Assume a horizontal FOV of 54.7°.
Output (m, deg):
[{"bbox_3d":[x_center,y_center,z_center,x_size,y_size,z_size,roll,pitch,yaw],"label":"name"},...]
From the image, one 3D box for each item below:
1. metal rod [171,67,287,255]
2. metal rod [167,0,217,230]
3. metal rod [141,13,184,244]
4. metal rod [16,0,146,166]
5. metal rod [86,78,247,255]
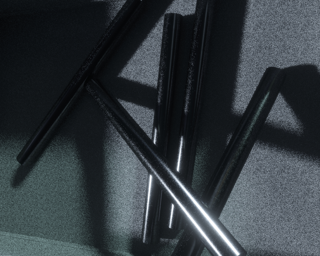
[{"bbox_3d":[0.063,0.060,0.324,0.025,0.025,0.300,25,74,18],"label":"metal rod"},{"bbox_3d":[0.041,-0.020,0.396,0.025,0.025,0.298,8,93,20],"label":"metal rod"},{"bbox_3d":[0.003,0.002,0.409,0.025,0.025,0.298,7,92,20],"label":"metal rod"},{"bbox_3d":[-0.121,-0.061,0.453,0.025,0.025,0.299,43,103,15],"label":"metal rod"},{"bbox_3d":[-0.016,0.026,0.352,0.025,0.025,0.300,-53,50,12],"label":"metal rod"}]
